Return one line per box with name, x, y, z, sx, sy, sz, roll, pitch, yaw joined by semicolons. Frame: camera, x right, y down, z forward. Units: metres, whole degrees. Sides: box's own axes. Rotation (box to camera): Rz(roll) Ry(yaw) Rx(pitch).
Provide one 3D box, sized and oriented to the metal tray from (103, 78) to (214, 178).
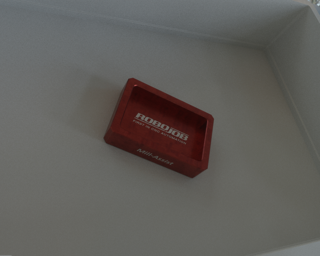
metal tray;0.003;0.000;0.403;0.131;0.030;0.090;24;53;-14
